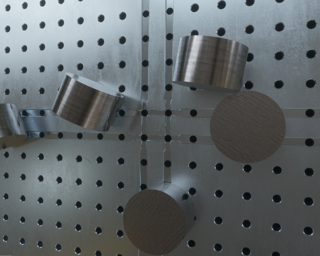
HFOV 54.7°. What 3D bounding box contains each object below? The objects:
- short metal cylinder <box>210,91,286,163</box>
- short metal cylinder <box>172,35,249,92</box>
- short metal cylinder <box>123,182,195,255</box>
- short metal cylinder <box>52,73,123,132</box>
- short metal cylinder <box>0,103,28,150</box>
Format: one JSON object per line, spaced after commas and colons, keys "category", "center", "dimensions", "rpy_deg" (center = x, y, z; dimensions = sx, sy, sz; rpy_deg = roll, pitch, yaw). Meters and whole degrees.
{"category": "short metal cylinder", "center": [0.103, -0.001, 0.363], "dimensions": [0.080, 0.050, 0.079], "rpy_deg": [0, 90, 19]}
{"category": "short metal cylinder", "center": [0.058, -0.072, 0.362], "dimensions": [0.080, 0.080, 0.050], "rpy_deg": [11, 94, 19]}
{"category": "short metal cylinder", "center": [0.000, 0.114, 0.398], "dimensions": [0.080, 0.050, 0.079], "rpy_deg": [0, 90, 19]}
{"category": "short metal cylinder", "center": [-0.097, -0.035, 0.416], "dimensions": [0.080, 0.080, 0.050], "rpy_deg": [27, 99, 17]}
{"category": "short metal cylinder", "center": [-0.250, 0.002, 0.469], "dimensions": [0.080, 0.080, 0.050], "rpy_deg": [-23, 83, 18]}
